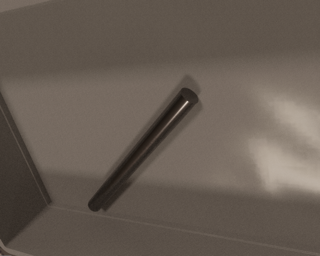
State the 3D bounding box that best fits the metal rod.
[{"bbox_3d":[-0.041,0.050,0.459,0.025,0.025,0.298,41,129,0],"label":"metal rod"}]
